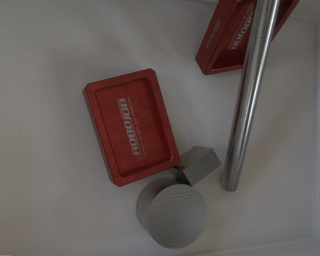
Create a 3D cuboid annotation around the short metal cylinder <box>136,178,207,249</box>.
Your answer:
[{"bbox_3d":[0.014,0.109,0.404,0.081,0.050,0.079,0,90,-20],"label":"short metal cylinder"}]

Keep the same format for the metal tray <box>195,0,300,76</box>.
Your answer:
[{"bbox_3d":[0.107,-0.125,0.396,0.091,0.129,0.030,-14,65,-19],"label":"metal tray"}]

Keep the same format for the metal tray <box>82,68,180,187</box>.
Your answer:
[{"bbox_3d":[-0.035,-0.002,0.395,0.091,0.030,0.129,-18,96,-20],"label":"metal tray"}]

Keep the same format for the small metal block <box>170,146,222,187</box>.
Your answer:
[{"bbox_3d":[0.045,0.050,0.415,0.050,0.050,0.025,-34,102,-17],"label":"small metal block"}]

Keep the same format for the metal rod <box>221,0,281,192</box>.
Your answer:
[{"bbox_3d":[0.107,-0.042,0.374,0.025,0.025,0.298,-10,124,-20],"label":"metal rod"}]
